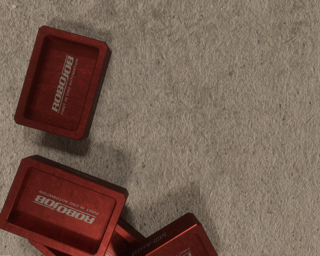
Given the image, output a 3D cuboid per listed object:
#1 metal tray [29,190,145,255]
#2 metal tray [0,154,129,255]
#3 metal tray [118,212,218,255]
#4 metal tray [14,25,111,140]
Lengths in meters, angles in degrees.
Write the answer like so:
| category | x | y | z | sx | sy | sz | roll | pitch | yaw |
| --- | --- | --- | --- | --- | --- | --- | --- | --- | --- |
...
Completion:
| category | x | y | z | sx | sy | sz | roll | pitch | yaw |
| --- | --- | --- | --- | --- | --- | --- | --- | --- | --- |
| metal tray | -0.090 | 0.149 | 0.406 | 0.130 | 0.030 | 0.090 | 40 | 90 | -1 |
| metal tray | -0.114 | 0.097 | 0.375 | 0.131 | 0.030 | 0.090 | 21 | 90 | -1 |
| metal tray | 0.007 | 0.177 | 0.385 | 0.131 | 0.030 | 0.090 | -29 | 109 | -8 |
| metal tray | -0.125 | -0.057 | 0.405 | 0.091 | 0.030 | 0.129 | 15 | 90 | -1 |
